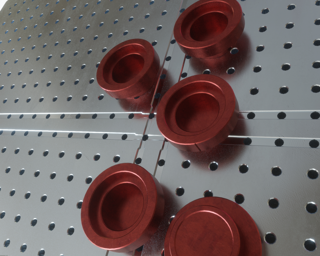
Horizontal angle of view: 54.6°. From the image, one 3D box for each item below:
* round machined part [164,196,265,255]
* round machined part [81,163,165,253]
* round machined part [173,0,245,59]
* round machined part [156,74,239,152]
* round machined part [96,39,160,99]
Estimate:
[{"bbox_3d":[0.048,0.114,0.302,0.098,0.042,0.098,-13,56,21],"label":"round machined part"},{"bbox_3d":[-0.039,0.094,0.361,0.098,0.042,0.098,-13,56,21],"label":"round machined part"},{"bbox_3d":[0.072,-0.139,0.445,0.098,0.042,0.098,-13,56,21],"label":"round machined part"},{"bbox_3d":[0.048,-0.014,0.382,0.098,0.042,0.098,-13,56,21],"label":"round machined part"},{"bbox_3d":[-0.044,-0.085,0.474,0.098,0.042,0.098,-13,56,21],"label":"round machined part"}]
